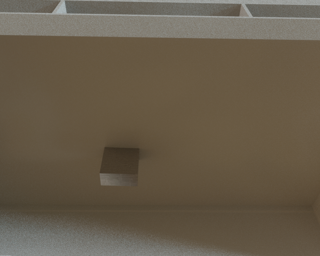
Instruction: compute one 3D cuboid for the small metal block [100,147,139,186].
[{"bbox_3d":[-0.056,0.054,0.438,0.050,0.050,0.025,2,130,-3],"label":"small metal block"}]
